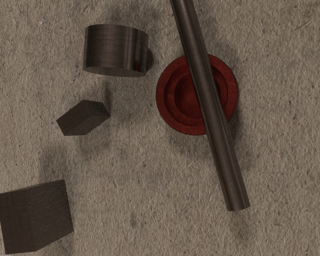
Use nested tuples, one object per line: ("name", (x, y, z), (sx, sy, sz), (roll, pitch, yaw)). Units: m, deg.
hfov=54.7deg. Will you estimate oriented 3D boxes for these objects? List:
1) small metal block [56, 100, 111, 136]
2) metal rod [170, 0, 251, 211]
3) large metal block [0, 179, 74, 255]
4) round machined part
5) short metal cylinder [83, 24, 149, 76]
("small metal block", (-0.105, -0.013, 0.432), (0.050, 0.050, 0.025), (-34, 79, 16))
("metal rod", (0.047, -0.058, 0.347), (0.025, 0.025, 0.298), (-16, 85, 19))
("large metal block", (-0.174, 0.122, 0.439), (0.050, 0.080, 0.080), (-13, 86, 19))
("round machined part", (0.048, -0.040, 0.383), (0.098, 0.042, 0.097), (0, 90, 19))
("short metal cylinder", (-0.057, -0.096, 0.399), (0.080, 0.080, 0.050), (5, 92, 19))
